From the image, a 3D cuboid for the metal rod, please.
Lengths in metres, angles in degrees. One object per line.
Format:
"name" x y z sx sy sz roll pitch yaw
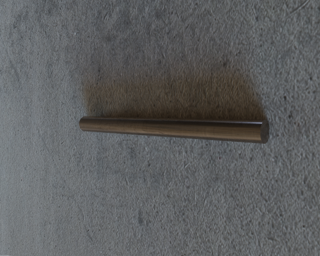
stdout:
"metal rod" -0.007 -0.002 0.414 0.300 0.025 0.025 3 92 40
